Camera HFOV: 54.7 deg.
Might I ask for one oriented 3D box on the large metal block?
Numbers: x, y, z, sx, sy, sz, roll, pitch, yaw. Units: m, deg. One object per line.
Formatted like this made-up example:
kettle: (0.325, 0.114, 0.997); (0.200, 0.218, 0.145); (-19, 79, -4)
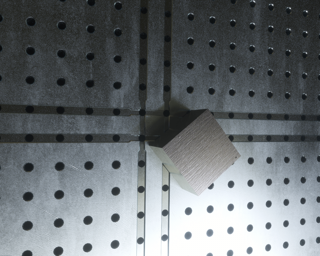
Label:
large metal block: (0.047, 0.031, 0.418); (0.080, 0.050, 0.080); (-40, 103, -16)
